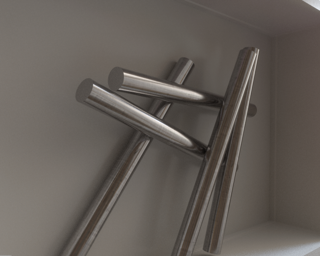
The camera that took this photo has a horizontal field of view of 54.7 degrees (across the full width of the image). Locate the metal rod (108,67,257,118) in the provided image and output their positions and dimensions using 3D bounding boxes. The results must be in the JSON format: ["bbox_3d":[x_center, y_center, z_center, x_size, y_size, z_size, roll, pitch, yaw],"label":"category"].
[{"bbox_3d":[0.056,-0.040,0.426,0.302,0.025,0.025,5,87,-48],"label":"metal rod"}]

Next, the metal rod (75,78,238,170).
[{"bbox_3d":[0.022,0.014,0.397,0.301,0.025,0.025,28,72,-45],"label":"metal rod"}]

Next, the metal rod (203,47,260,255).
[{"bbox_3d":[0.105,0.027,0.449,0.025,0.025,0.299,19,81,-39],"label":"metal rod"}]

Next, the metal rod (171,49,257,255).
[{"bbox_3d":[0.075,0.032,0.417,0.025,0.025,0.299,27,78,-37],"label":"metal rod"}]

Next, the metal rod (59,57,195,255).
[{"bbox_3d":[-0.031,0.029,0.380,0.025,0.025,0.300,44,63,-31],"label":"metal rod"}]
